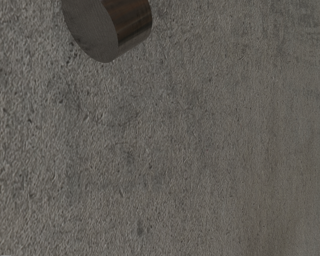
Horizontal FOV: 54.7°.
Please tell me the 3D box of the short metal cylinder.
[{"bbox_3d":[-0.055,-0.115,0.322,0.050,0.080,0.080,-42,116,-32],"label":"short metal cylinder"}]
